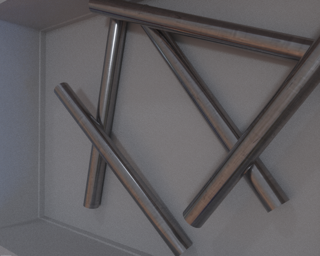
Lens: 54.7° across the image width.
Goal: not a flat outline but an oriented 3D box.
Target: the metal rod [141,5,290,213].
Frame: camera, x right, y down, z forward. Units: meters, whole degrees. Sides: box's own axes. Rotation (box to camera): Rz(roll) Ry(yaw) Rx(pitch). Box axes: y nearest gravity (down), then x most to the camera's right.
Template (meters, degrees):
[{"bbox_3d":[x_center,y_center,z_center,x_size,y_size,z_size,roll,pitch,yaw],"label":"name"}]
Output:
[{"bbox_3d":[0.047,-0.040,0.366,0.025,0.025,0.299,-45,63,30],"label":"metal rod"}]

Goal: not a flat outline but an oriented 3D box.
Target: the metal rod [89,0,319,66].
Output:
[{"bbox_3d":[0.029,-0.120,0.358,0.300,0.025,0.025,24,105,30],"label":"metal rod"}]

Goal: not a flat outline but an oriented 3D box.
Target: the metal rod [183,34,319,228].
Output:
[{"bbox_3d":[0.110,-0.018,0.283,0.025,0.025,0.298,46,115,30],"label":"metal rod"}]

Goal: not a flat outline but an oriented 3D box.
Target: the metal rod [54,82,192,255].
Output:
[{"bbox_3d":[-0.062,0.045,0.432,0.300,0.025,0.025,49,119,20],"label":"metal rod"}]

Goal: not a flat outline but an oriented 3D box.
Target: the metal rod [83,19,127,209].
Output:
[{"bbox_3d":[-0.084,-0.022,0.473,0.025,0.025,0.298,16,100,38],"label":"metal rod"}]
